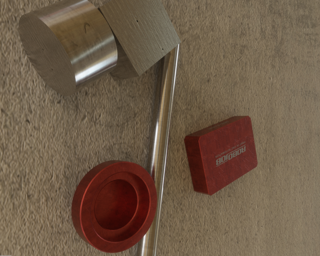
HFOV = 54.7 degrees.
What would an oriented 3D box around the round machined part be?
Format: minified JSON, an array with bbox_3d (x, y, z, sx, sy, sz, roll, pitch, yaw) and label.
[{"bbox_3d":[-0.054,0.085,0.350,0.099,0.042,0.097,0,90,-40],"label":"round machined part"}]

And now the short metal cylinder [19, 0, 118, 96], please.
[{"bbox_3d":[-0.087,-0.078,0.297,0.050,0.080,0.080,-40,115,-33],"label":"short metal cylinder"}]

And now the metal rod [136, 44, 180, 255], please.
[{"bbox_3d":[-0.003,0.033,0.404,0.025,0.025,0.298,11,83,-40],"label":"metal rod"}]

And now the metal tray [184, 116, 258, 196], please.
[{"bbox_3d":[0.101,0.039,0.489,0.131,0.030,0.089,-20,103,-38],"label":"metal tray"}]

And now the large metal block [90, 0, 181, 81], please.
[{"bbox_3d":[-0.033,-0.113,0.362,0.080,0.050,0.080,-45,118,-31],"label":"large metal block"}]
